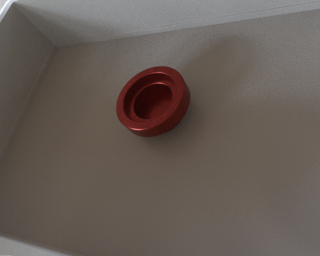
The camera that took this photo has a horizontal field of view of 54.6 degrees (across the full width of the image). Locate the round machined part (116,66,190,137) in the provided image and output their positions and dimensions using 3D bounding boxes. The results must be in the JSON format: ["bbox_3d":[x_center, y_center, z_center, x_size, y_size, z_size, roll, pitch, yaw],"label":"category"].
[{"bbox_3d":[-0.006,-0.031,0.414,0.098,0.042,0.098,-13,56,21],"label":"round machined part"}]
